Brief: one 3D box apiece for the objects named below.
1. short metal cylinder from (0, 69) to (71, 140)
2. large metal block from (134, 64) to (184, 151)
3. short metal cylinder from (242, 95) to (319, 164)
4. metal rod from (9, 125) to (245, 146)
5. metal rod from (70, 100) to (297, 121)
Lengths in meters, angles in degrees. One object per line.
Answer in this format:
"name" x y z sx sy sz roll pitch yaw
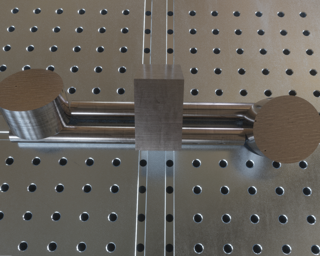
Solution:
"short metal cylinder" -0.159 -0.031 0.393 0.081 0.050 0.080 0 47 0
"large metal block" -0.001 -0.027 0.360 0.050 0.080 0.079 1 112 0
"short metal cylinder" 0.149 0.001 0.385 0.081 0.050 0.079 0 92 0
"metal rod" -0.042 0.009 0.407 0.302 0.025 0.025 1 70 0
"metal rod" 0.033 -0.023 0.420 0.302 0.025 0.025 1 70 0
